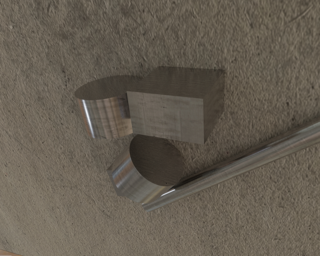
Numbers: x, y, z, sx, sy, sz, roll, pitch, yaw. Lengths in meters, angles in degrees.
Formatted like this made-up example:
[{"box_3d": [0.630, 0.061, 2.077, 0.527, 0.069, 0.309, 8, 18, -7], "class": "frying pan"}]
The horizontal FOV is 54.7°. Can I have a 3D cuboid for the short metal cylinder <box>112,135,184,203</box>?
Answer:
[{"box_3d": [-0.016, 0.052, 0.411, 0.080, 0.080, 0.050, 42, 129, -1], "class": "short metal cylinder"}]

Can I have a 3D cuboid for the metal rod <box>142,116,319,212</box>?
[{"box_3d": [0.080, 0.056, 0.398, 0.299, 0.025, 0.025, -33, 100, 38], "class": "metal rod"}]

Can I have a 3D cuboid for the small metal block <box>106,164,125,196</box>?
[{"box_3d": [-0.048, 0.079, 0.479, 0.050, 0.025, 0.050, -5, 116, 30], "class": "small metal block"}]

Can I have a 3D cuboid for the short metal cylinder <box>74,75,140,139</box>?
[{"box_3d": [-0.059, -0.028, 0.383, 0.080, 0.080, 0.050, 5, 121, 25], "class": "short metal cylinder"}]

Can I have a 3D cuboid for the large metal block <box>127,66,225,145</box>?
[{"box_3d": [0.021, -0.029, 0.341, 0.080, 0.080, 0.050, 8, 122, 23], "class": "large metal block"}]
